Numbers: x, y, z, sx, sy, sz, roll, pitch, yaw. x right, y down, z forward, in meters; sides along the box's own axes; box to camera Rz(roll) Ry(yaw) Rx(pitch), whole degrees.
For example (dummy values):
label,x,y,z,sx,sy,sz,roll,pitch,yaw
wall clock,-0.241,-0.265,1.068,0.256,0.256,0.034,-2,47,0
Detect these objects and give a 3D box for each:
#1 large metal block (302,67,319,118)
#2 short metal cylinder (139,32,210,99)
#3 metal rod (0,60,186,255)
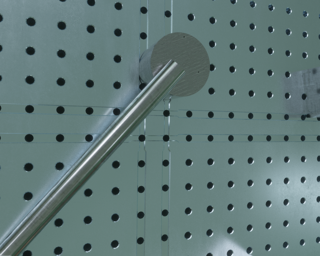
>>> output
label,x,y,z,sx,sy,sz,roll,pitch,yaw
large metal block,0.287,-0.062,0.508,0.081,0.050,0.079,-9,93,-20
short metal cylinder,0.018,-0.079,0.407,0.081,0.050,0.079,0,90,-21
metal rod,-0.080,0.040,0.354,0.025,0.025,0.300,43,87,-16
